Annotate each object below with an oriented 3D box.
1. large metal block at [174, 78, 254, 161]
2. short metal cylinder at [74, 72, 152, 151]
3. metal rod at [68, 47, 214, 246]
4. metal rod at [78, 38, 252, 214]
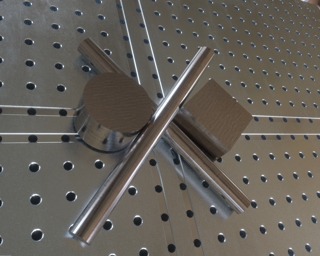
[{"bbox_3d":[0.069,-0.010,0.430,0.080,0.050,0.080,44,51,2],"label":"large metal block"},{"bbox_3d":[-0.057,-0.019,0.368,0.081,0.050,0.080,14,56,-21],"label":"short metal cylinder"},{"bbox_3d":[-0.005,-0.001,0.374,0.025,0.025,0.301,37,59,-4],"label":"metal rod"},{"bbox_3d":[0.004,-0.005,0.408,0.300,0.025,0.025,46,51,3],"label":"metal rod"}]
